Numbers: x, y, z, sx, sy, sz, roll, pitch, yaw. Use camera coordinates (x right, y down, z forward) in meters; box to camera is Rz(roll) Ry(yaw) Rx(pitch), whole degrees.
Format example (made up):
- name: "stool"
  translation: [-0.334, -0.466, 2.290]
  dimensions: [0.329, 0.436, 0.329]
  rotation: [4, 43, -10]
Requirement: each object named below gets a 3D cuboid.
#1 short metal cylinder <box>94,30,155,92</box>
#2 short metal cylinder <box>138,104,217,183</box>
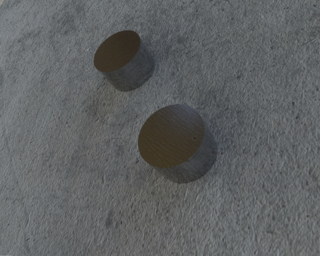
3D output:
- name: "short metal cylinder"
  translation: [-0.054, -0.104, 0.480]
  dimensions: [0.080, 0.050, 0.080]
  rotation: [-13, 56, 21]
- name: "short metal cylinder"
  translation: [0.021, 0.019, 0.365]
  dimensions: [0.080, 0.050, 0.080]
  rotation: [-13, 56, 21]
